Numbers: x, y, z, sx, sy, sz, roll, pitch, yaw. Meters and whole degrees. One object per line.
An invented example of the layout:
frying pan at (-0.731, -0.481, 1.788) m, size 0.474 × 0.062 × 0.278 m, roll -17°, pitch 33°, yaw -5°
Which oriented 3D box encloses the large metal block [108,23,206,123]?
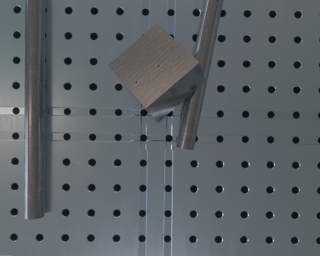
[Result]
large metal block at (-0.003, -0.068, 0.387) m, size 0.080 × 0.050 × 0.080 m, roll -41°, pitch 66°, yaw 0°

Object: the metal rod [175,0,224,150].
metal rod at (0.062, -0.119, 0.413) m, size 0.025 × 0.025 × 0.298 m, roll 11°, pitch 90°, yaw 0°

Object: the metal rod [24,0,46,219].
metal rod at (-0.166, -0.031, 0.411) m, size 0.025 × 0.025 × 0.298 m, roll 0°, pitch 90°, yaw 0°
